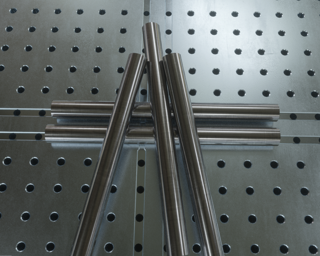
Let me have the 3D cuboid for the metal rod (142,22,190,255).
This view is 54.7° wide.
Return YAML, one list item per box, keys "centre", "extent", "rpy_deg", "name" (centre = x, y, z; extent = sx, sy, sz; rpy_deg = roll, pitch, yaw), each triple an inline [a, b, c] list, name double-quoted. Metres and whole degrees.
- centre: [0.004, -0.001, 0.386]
  extent: [0.025, 0.025, 0.299]
  rpy_deg: [-6, 70, -3]
  name: "metal rod"

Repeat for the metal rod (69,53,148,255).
- centre: [-0.065, 0.049, 0.374]
  extent: [0.025, 0.025, 0.299]
  rpy_deg: [14, 77, 4]
  name: "metal rod"

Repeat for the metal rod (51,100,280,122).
- centre: [0.007, -0.023, 0.420]
  extent: [0.302, 0.025, 0.025]
  rpy_deg: [1, 70, 0]
  name: "metal rod"

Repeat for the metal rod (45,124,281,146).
- centre: [0.004, 0.009, 0.409]
  extent: [0.302, 0.025, 0.025]
  rpy_deg: [1, 70, 0]
  name: "metal rod"

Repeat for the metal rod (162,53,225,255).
- centre: [0.042, 0.050, 0.374]
  extent: [0.025, 0.025, 0.299]
  rpy_deg: [-10, 77, -4]
  name: "metal rod"
